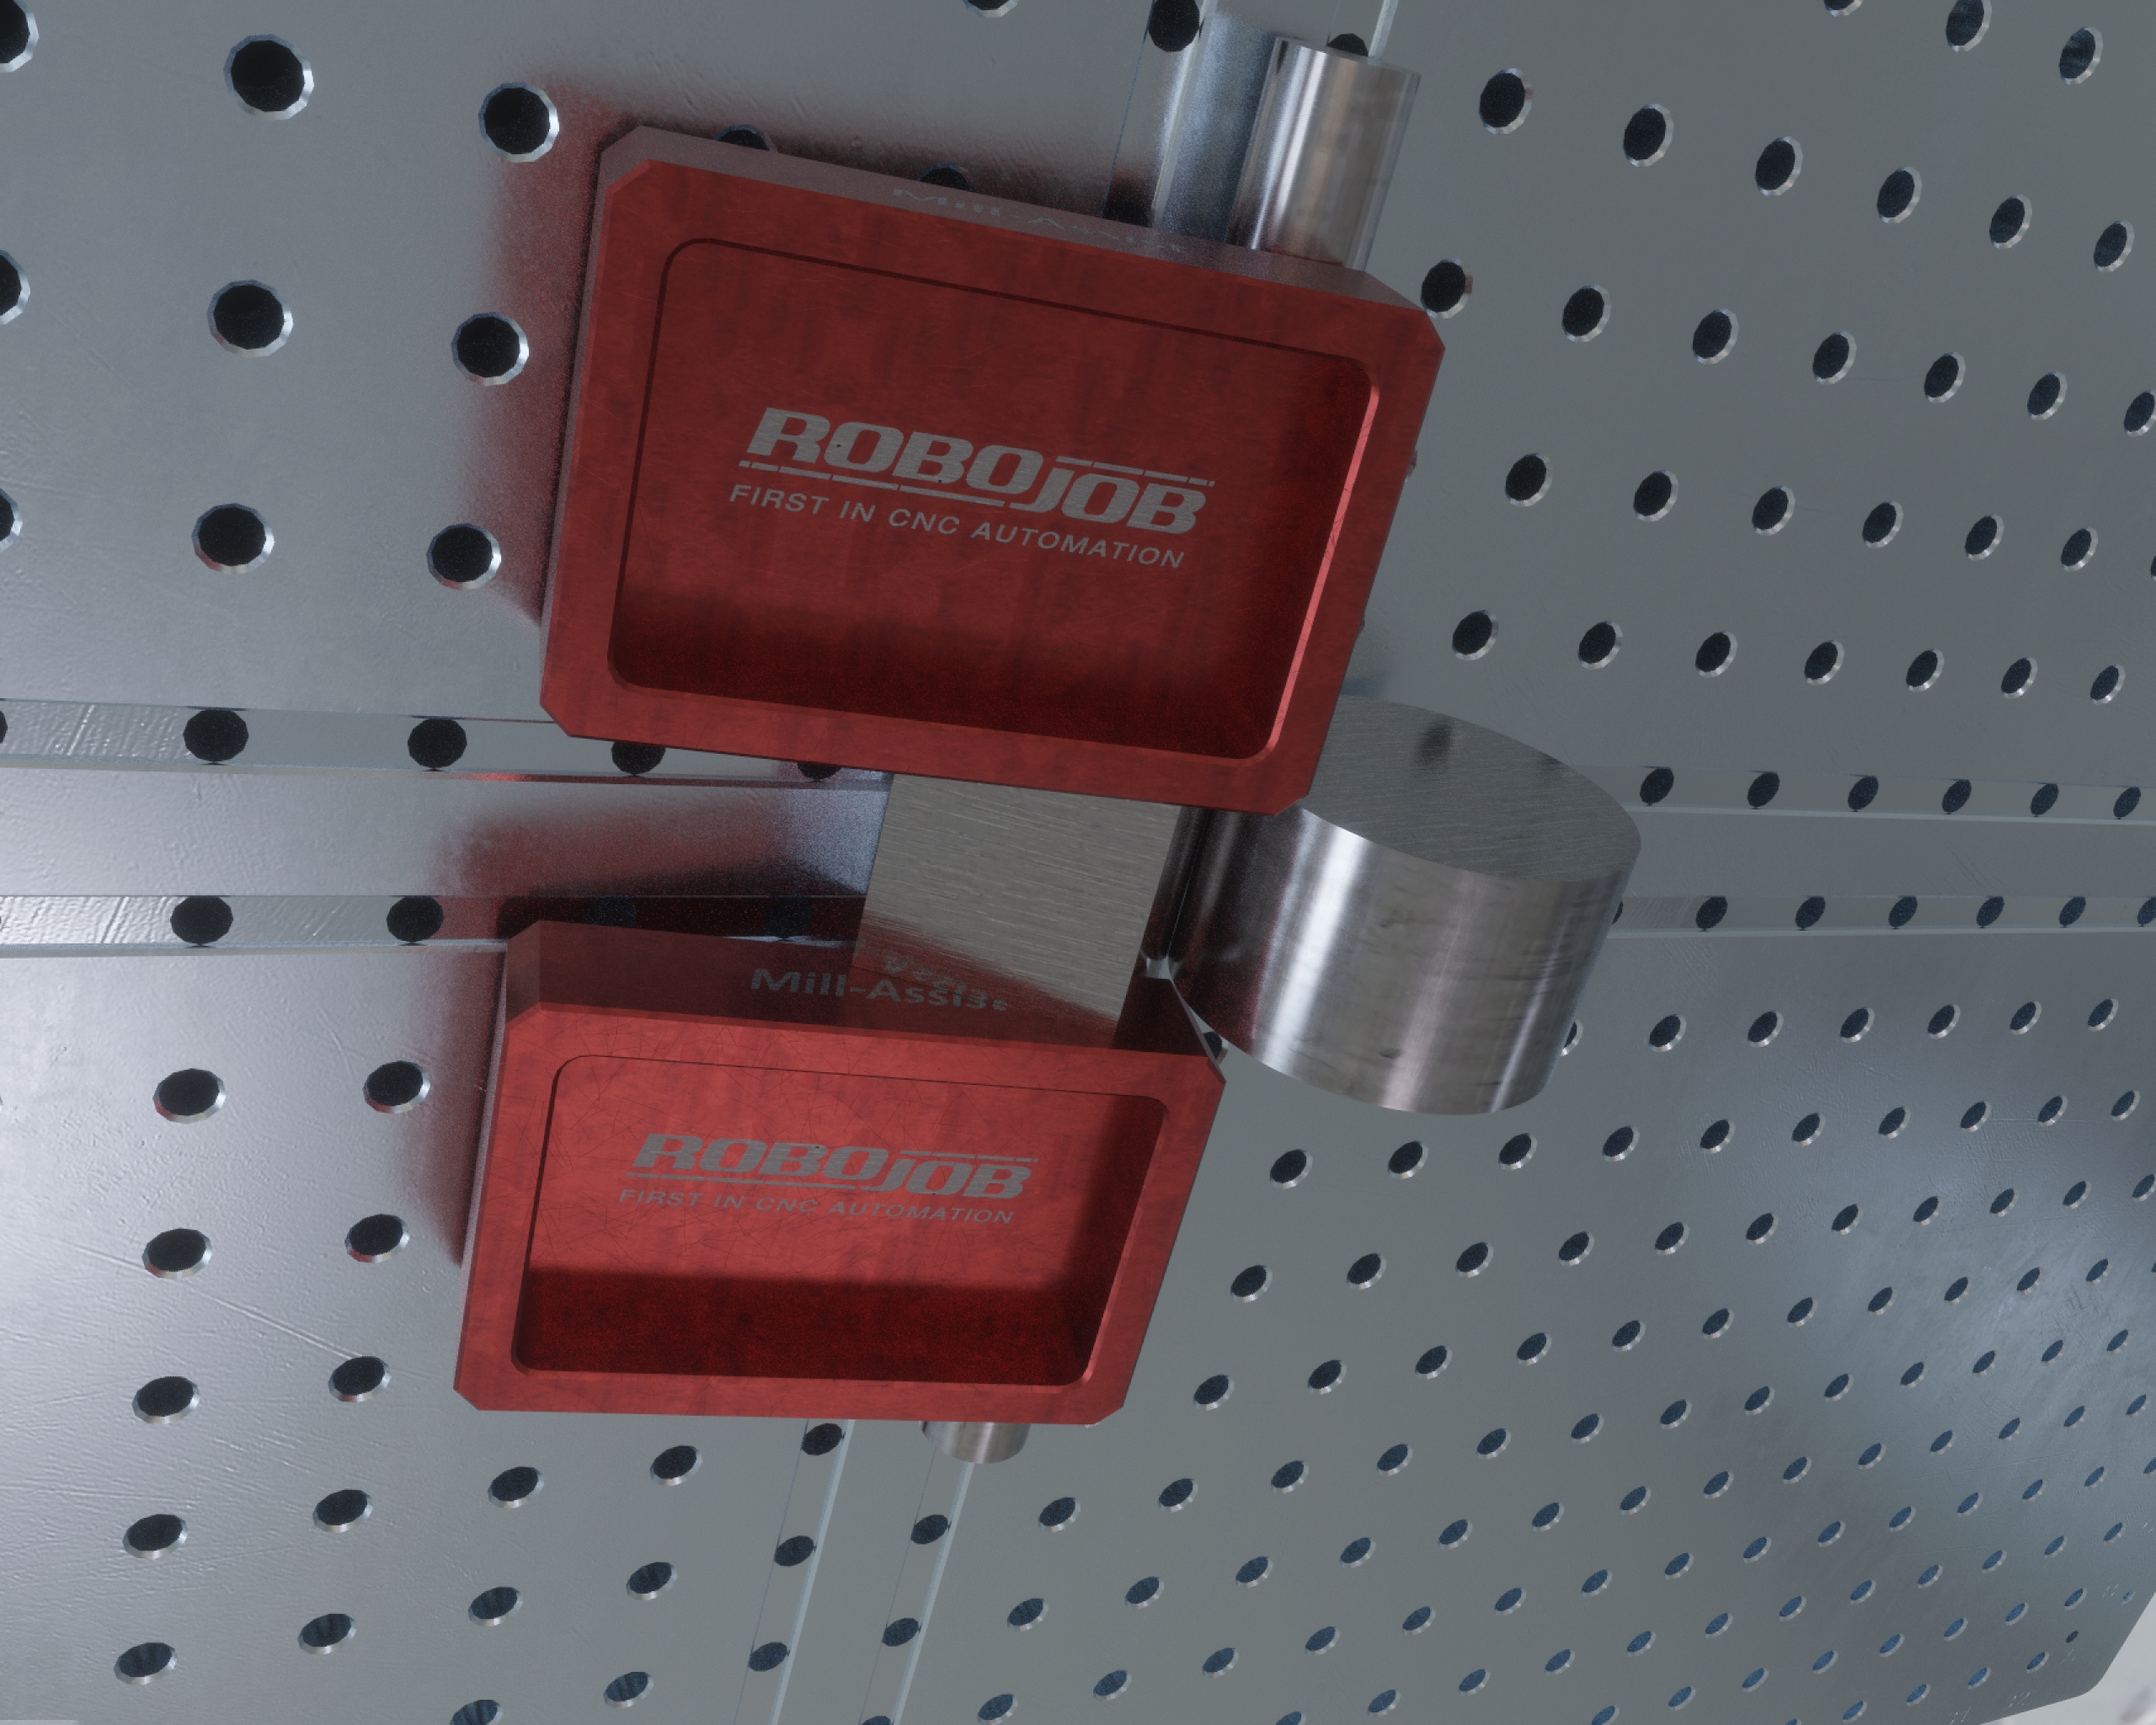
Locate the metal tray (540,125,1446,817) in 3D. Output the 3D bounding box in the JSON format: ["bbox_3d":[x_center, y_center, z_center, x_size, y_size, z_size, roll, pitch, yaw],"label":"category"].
[{"bbox_3d":[-0.016,-0.060,0.340,0.131,0.030,0.089,6,116,-18],"label":"metal tray"}]

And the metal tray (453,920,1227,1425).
[{"bbox_3d":[-0.047,0.062,0.399,0.131,0.030,0.089,6,116,-18],"label":"metal tray"}]

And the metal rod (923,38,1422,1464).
[{"bbox_3d":[0.011,-0.004,0.410,0.025,0.025,0.298,0,118,-29],"label":"metal rod"}]

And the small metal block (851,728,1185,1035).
[{"bbox_3d":[-0.010,-0.001,0.386,0.050,0.025,0.050,15,114,-1],"label":"small metal block"}]

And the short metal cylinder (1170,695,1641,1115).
[{"bbox_3d":[0.063,0.006,0.410,0.081,0.080,0.050,0,119,-29],"label":"short metal cylinder"}]
